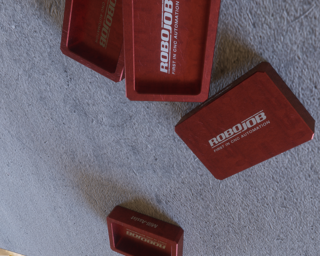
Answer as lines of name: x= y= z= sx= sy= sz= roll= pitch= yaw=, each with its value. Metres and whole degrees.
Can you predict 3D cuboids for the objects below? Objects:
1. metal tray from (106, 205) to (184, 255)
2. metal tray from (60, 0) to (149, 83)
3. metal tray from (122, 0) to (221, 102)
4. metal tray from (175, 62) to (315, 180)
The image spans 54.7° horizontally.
metal tray: x=-0.026 y=0.194 z=0.537 sx=0.130 sy=0.030 sz=0.089 roll=13 pitch=124 yaw=20
metal tray: x=-0.063 y=-0.129 z=0.357 sx=0.090 sy=0.030 sz=0.129 roll=29 pitch=128 yaw=9
metal tray: x=0.010 y=-0.091 z=0.318 sx=0.091 sy=0.030 sz=0.129 roll=1 pitch=124 yaw=-1
metal tray: x=0.092 y=-0.002 z=0.354 sx=0.090 sy=0.030 sz=0.129 roll=49 pitch=129 yaw=-7
